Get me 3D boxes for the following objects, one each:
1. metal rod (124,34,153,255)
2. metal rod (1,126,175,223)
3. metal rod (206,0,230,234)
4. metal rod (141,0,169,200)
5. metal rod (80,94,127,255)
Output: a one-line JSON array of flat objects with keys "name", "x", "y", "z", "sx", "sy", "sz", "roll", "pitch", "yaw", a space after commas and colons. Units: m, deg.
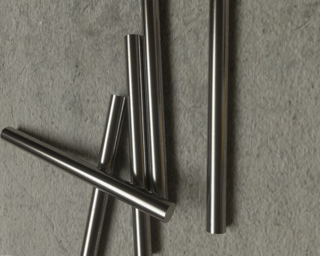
[{"name": "metal rod", "x": -0.029, "y": 0.025, "z": 0.418, "sx": 0.025, "sy": 0.025, "sz": 0.298, "roll": -3, "pitch": 89, "yaw": 19}, {"name": "metal rod", "x": -0.115, "y": 0.054, "z": 0.425, "sx": 0.300, "sy": 0.025, "sz": 0.025, "roll": 19, "pitch": 97, "yaw": 27}, {"name": "metal rod", "x": 0.071, "y": -0.022, "z": 0.383, "sx": 0.025, "sy": 0.025, "sz": 0.298, "roll": 1, "pitch": 90, "yaw": 19}, {"name": "metal rod", "x": -0.007, "y": -0.041, "z": 0.410, "sx": 0.025, "sy": 0.025, "sz": 0.298, "roll": -3, "pitch": 89, "yaw": 19}, {"name": "metal rod", "x": -0.085, "y": 0.102, "z": 0.437, "sx": 0.025, "sy": 0.025, "sz": 0.298, "roll": 13, "pitch": 94, "yaw": 19}]
